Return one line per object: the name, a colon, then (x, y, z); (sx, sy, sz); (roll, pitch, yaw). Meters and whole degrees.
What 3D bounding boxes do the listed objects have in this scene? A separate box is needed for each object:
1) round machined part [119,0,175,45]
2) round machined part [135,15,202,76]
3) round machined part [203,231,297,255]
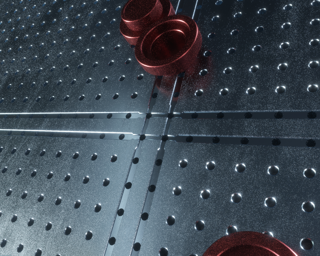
round machined part: (-0.027, -0.191, 0.527); (0.098, 0.042, 0.098); (-13, 56, 20)
round machined part: (0.016, -0.117, 0.459); (0.098, 0.042, 0.098); (-13, 56, 20)
round machined part: (0.081, 0.143, 0.266); (0.098, 0.042, 0.098); (-13, 56, 20)
